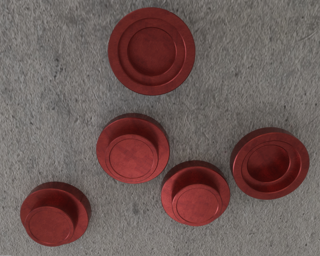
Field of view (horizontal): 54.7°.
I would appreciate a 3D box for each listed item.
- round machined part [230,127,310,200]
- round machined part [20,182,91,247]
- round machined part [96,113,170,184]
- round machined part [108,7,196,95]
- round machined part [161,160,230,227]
[{"bbox_3d":[0.143,0.044,0.418,0.099,0.042,0.097,0,110,0],"label":"round machined part"},{"bbox_3d":[-0.153,0.130,0.447,0.099,0.042,0.097,0,110,0],"label":"round machined part"},{"bbox_3d":[-0.036,0.032,0.412,0.099,0.042,0.097,0,110,0],"label":"round machined part"},{"bbox_3d":[-0.009,-0.091,0.367,0.099,0.042,0.097,0,110,0],"label":"round machined part"},{"bbox_3d":[0.050,0.099,0.437,0.099,0.042,0.097,0,110,0],"label":"round machined part"}]
